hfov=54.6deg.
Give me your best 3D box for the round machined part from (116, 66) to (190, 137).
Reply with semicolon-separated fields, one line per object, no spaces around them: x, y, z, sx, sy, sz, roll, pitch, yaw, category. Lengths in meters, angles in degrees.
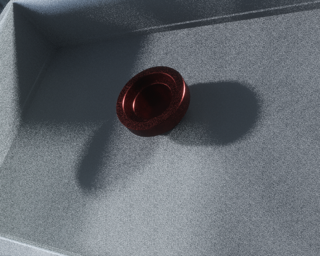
-0.006;-0.031;0.414;0.098;0.042;0.098;-13;56;21;round machined part
